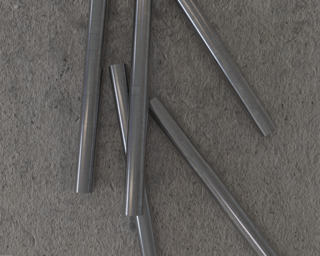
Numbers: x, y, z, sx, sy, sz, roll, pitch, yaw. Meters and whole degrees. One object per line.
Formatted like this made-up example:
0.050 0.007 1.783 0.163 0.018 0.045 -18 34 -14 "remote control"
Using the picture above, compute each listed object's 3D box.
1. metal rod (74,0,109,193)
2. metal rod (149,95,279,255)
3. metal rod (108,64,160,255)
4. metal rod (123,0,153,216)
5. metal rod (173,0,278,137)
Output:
-0.088 -0.065 0.409 0.025 0.025 0.298 5 90 0 "metal rod"
0.078 0.084 0.410 0.025 0.025 0.299 -37 90 0 "metal rod"
-0.030 0.065 0.409 0.025 0.025 0.298 -10 90 0 "metal rod"
-0.026 -0.044 0.392 0.025 0.025 0.298 2 83 0 "metal rod"
0.063 -0.121 0.410 0.025 0.025 0.299 -33 90 0 "metal rod"
